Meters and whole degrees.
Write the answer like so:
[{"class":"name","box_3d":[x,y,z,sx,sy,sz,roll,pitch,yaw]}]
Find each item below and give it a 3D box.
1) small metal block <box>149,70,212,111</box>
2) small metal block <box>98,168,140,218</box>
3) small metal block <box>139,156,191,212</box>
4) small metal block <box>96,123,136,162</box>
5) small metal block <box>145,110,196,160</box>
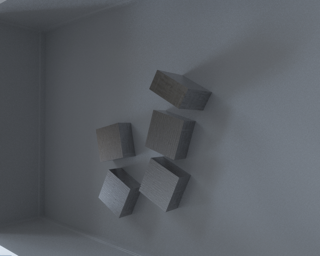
[{"class":"small metal block","box_3d":[0.025,-0.044,0.368,0.050,0.050,0.025,37,113,33]},{"class":"small metal block","box_3d":[-0.058,0.094,0.453,0.050,0.025,0.050,34,111,34]},{"class":"small metal block","box_3d":[0.005,0.071,0.401,0.050,0.025,0.050,31,109,35]},{"class":"small metal block","box_3d":[-0.066,0.022,0.459,0.050,0.025,0.050,-15,81,38]},{"class":"small metal block","box_3d":[0.012,0.008,0.395,0.050,0.025,0.050,22,104,37]}]
